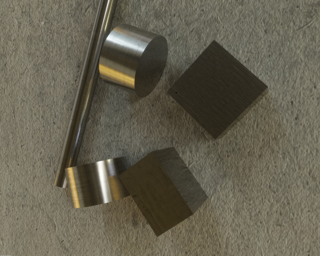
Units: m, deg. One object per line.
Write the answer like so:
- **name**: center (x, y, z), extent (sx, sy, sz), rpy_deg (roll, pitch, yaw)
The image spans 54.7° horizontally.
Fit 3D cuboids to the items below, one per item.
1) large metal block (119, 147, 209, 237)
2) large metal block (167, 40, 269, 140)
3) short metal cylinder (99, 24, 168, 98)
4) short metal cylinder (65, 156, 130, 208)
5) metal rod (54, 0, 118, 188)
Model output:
- **large metal block**: center (0.008, 0.072, 0.377), extent (0.050, 0.080, 0.080), rpy_deg (-38, 78, 16)
- **large metal block**: center (0.070, -0.043, 0.371), extent (0.080, 0.050, 0.080), rpy_deg (46, 104, 14)
- **short metal cylinder**: center (-0.031, -0.085, 0.391), extent (0.050, 0.080, 0.080), rpy_deg (24, 98, 18)
- **short metal cylinder**: center (-0.079, 0.069, 0.408), extent (0.080, 0.080, 0.050), rpy_deg (-13, 86, 19)
- **metal rod**: center (-0.105, -0.059, 0.446), extent (0.025, 0.025, 0.298), rpy_deg (17, 96, 19)
